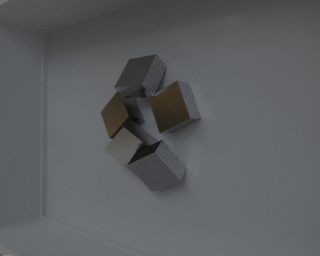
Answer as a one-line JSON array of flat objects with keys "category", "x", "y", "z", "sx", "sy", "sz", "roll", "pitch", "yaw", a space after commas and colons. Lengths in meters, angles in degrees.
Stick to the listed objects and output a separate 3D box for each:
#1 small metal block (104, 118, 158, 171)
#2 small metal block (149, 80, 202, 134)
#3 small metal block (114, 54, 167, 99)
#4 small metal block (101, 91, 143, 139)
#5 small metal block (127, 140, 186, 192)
[{"category": "small metal block", "x": -0.039, "y": 0.024, "z": 0.424, "sx": 0.050, "sy": 0.025, "sz": 0.050, "roll": 39, "pitch": 120, "yaw": -7}, {"category": "small metal block", "x": 0.018, "y": -0.025, "z": 0.392, "sx": 0.050, "sy": 0.025, "sz": 0.050, "roll": -28, "pitch": 73, "yaw": 36}, {"category": "small metal block", "x": -0.026, "y": -0.068, "z": 0.413, "sx": 0.050, "sy": 0.025, "sz": 0.050, "roll": 1, "pitch": 58, "yaw": 40}, {"category": "small metal block", "x": -0.056, "y": -0.018, "z": 0.448, "sx": 0.050, "sy": 0.025, "sz": 0.050, "roll": -46, "pitch": 52, "yaw": 30}, {"category": "small metal block", "x": -0.004, "y": 0.049, "z": 0.394, "sx": 0.050, "sy": 0.025, "sz": 0.050, "roll": -28, "pitch": 110, "yaw": 36}]
